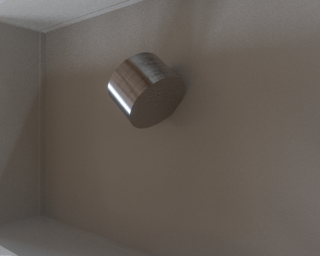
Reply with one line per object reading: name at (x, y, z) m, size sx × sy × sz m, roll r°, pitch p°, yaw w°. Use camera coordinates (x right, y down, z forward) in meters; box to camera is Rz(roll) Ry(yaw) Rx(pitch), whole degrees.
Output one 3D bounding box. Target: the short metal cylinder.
short metal cylinder at (-0.016, -0.045, 0.383) m, size 0.050 × 0.081 × 0.080 m, roll 49°, pitch 119°, yaw 28°
